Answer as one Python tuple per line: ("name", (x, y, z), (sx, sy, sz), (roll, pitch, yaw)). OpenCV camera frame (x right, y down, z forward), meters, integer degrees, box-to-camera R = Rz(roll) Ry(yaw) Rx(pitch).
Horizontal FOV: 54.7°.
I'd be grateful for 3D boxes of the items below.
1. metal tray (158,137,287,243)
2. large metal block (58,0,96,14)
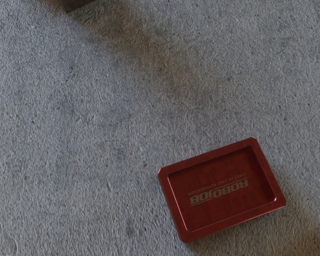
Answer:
("metal tray", (0.072, 0.074, 0.378), (0.131, 0.030, 0.090), (-18, 71, -7))
("large metal block", (-0.126, -0.232, 0.463), (0.080, 0.080, 0.050), (-31, 73, -11))
